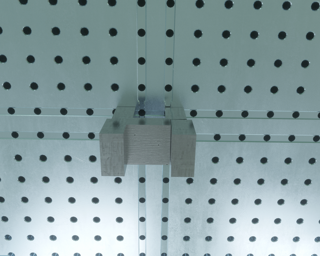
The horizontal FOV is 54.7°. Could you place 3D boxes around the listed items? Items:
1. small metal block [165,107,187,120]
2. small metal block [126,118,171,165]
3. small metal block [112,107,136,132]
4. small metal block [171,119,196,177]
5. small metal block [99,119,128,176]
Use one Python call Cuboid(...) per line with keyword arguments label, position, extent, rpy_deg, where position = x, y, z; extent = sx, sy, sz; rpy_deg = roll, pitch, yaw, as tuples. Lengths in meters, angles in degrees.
Cuboid(label="small metal block", position=(0.020, 0.004, 0.401), extent=(0.025, 0.050, 0.050), rpy_deg=(-1, 110, 0))
Cuboid(label="small metal block", position=(-0.013, 0.016, 0.366), extent=(0.050, 0.025, 0.050), rpy_deg=(1, 110, -1))
Cuboid(label="small metal block", position=(-0.046, 0.004, 0.400), extent=(0.025, 0.050, 0.050), rpy_deg=(1, 110, -1))
Cuboid(label="small metal block", position=(0.025, 0.022, 0.354), extent=(0.025, 0.050, 0.050), rpy_deg=(1, 110, 0))
Cuboid(label="small metal block", position=(-0.051, 0.021, 0.353), extent=(0.025, 0.050, 0.050), rpy_deg=(1, 110, 0))
